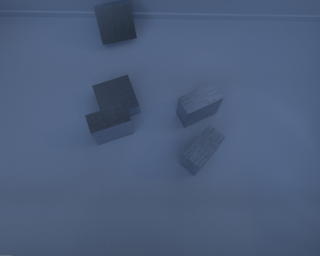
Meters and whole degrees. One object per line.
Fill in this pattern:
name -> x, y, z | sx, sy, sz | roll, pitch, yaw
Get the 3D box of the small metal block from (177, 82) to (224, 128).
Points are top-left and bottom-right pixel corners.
small metal block -> 0.051, -0.029, 0.408 | 0.050, 0.050, 0.025 | -25, 72, -9

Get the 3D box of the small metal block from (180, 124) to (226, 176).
small metal block -> 0.052, 0.029, 0.387 | 0.025, 0.050, 0.050 | 39, 74, 12

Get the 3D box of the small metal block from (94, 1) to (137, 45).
small metal block -> -0.064, -0.153, 0.449 | 0.050, 0.050, 0.025 | -13, 32, -5

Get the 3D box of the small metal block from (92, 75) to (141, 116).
small metal block -> -0.059, -0.039, 0.423 | 0.050, 0.025, 0.050 | -19, 71, -7

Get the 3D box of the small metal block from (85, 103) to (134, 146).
small metal block -> -0.063, -0.004, 0.397 | 0.050, 0.050, 0.025 | -19, 72, -7
